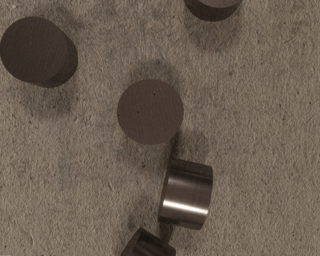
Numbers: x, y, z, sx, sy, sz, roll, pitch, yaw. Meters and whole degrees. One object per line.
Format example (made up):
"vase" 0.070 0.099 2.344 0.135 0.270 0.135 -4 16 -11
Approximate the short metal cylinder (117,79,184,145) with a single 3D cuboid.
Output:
"short metal cylinder" -0.011 -0.019 0.397 0.081 0.050 0.079 0 90 -1

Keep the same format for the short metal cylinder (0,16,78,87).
"short metal cylinder" -0.152 -0.094 0.395 0.081 0.050 0.079 0 90 -1

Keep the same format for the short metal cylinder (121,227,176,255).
"short metal cylinder" -0.023 0.172 0.382 0.050 0.080 0.080 33 90 -1

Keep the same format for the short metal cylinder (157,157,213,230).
"short metal cylinder" 0.030 0.081 0.383 0.050 0.080 0.080 13 90 0

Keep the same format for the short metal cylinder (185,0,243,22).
"short metal cylinder" 0.072 -0.185 0.398 0.081 0.050 0.079 0 90 -1
